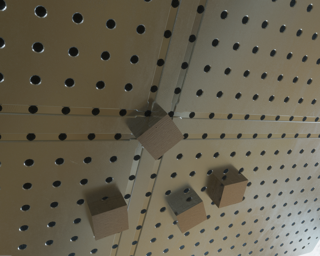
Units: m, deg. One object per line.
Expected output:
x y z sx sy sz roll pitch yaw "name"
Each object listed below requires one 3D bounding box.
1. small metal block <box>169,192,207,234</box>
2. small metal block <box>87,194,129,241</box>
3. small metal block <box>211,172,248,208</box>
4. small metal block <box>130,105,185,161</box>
0.049 0.143 0.526 0.050 0.025 0.050 -26 128 -12 "small metal block"
-0.074 0.129 0.450 0.050 0.025 0.050 -13 124 -21 "small metal block"
0.121 0.108 0.543 0.050 0.025 0.050 -8 122 -25 "small metal block"
-0.003 0.007 0.413 0.050 0.025 0.050 -39 129 -2 "small metal block"
